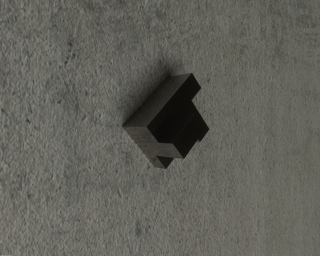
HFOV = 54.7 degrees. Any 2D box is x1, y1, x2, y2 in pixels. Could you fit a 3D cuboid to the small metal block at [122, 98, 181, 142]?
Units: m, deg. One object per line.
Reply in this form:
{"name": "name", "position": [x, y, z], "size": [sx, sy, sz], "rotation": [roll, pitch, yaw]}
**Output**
{"name": "small metal block", "position": [-0.011, -0.010, 0.382], "size": [0.050, 0.050, 0.025], "rotation": [-51, 121, -28]}

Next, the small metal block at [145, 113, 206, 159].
{"name": "small metal block", "position": [0.018, 0.009, 0.375], "size": [0.050, 0.050, 0.025], "rotation": [-51, 121, -28]}

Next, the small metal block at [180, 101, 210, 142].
{"name": "small metal block", "position": [0.030, -0.008, 0.417], "size": [0.025, 0.050, 0.050], "rotation": [-51, 120, -28]}

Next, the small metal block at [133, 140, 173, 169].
{"name": "small metal block", "position": [0.001, 0.018, 0.409], "size": [0.050, 0.025, 0.050], "rotation": [-50, 120, -28]}

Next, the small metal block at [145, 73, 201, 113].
{"name": "small metal block", "position": [0.017, -0.044, 0.406], "size": [0.050, 0.050, 0.025], "rotation": [-51, 121, -28]}
